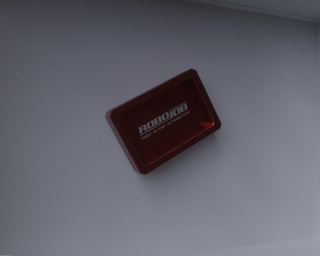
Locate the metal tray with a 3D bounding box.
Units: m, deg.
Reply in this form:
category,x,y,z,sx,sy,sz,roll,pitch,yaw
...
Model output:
category,x,y,z,sx,sy,sz,roll,pitch,yaw
metal tray,0.007,-0.010,0.407,0.131,0.030,0.090,-30,100,-18
